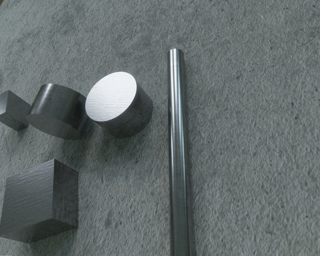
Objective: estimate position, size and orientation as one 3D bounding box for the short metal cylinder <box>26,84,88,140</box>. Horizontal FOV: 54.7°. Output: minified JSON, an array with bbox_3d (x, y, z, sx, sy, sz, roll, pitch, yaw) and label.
[{"bbox_3d":[-0.148,-0.022,0.460,0.080,0.080,0.050,1,62,28],"label":"short metal cylinder"}]

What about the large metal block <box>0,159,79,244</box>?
[{"bbox_3d":[-0.157,0.098,0.410,0.080,0.050,0.080,-22,54,15],"label":"large metal block"}]

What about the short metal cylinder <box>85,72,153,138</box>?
[{"bbox_3d":[-0.057,-0.032,0.437,0.080,0.050,0.080,-13,56,21],"label":"short metal cylinder"}]

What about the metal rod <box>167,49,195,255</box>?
[{"bbox_3d":[0.023,0.020,0.379,0.025,0.025,0.299,-13,56,21],"label":"metal rod"}]

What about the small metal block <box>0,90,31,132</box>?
[{"bbox_3d":[-0.256,-0.030,0.540,0.025,0.050,0.050,-23,53,15],"label":"small metal block"}]
